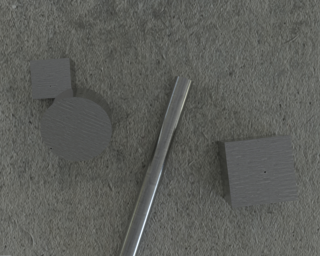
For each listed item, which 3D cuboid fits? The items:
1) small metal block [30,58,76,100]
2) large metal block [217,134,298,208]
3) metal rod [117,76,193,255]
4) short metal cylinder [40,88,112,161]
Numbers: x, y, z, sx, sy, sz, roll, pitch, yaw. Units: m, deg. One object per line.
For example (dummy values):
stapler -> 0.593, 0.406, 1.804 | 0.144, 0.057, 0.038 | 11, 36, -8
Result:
small metal block -> -0.139, -0.063, 0.408 | 0.050, 0.025, 0.050 | -4, 90, -1
large metal block -> 0.122, 0.052, 0.399 | 0.081, 0.050, 0.079 | -7, 90, -1
metal rod -> -0.014, 0.078, 0.409 | 0.025, 0.025, 0.298 | 18, 90, -1
short metal cylinder -> -0.101, -0.006, 0.383 | 0.081, 0.050, 0.079 | -3, 110, -8
